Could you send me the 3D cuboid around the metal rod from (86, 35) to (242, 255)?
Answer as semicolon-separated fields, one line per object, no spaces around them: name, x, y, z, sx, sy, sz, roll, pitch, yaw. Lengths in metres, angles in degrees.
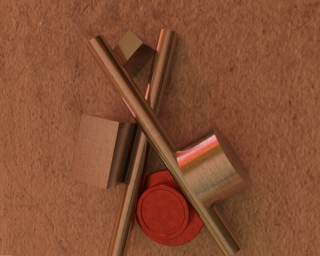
metal rod;0.004;0.020;0.372;0.025;0.025;0.299;-34;88;16

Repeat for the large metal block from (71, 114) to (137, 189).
large metal block;-0.064;0.027;0.403;0.050;0.080;0.079;13;94;19

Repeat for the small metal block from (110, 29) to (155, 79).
small metal block;-0.037;-0.096;0.409;0.050;0.050;0.025;-47;76;14

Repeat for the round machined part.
round machined part;0.010;0.103;0.398;0.098;0.042;0.097;0;90;19

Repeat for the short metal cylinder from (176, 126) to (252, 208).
short metal cylinder;0.063;0.045;0.359;0.050;0.080;0.080;-34;80;17

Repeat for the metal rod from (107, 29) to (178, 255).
metal rod;-0.022;0.020;0.401;0.025;0.025;0.298;12;88;19
